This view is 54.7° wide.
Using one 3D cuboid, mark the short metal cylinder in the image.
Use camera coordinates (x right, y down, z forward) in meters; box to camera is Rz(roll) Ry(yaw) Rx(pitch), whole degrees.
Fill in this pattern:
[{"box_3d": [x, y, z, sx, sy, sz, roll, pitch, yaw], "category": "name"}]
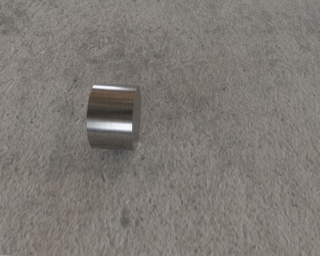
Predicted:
[{"box_3d": [-0.053, -0.013, 0.378, 0.050, 0.080, 0.080, 4, 50, 3], "category": "short metal cylinder"}]
